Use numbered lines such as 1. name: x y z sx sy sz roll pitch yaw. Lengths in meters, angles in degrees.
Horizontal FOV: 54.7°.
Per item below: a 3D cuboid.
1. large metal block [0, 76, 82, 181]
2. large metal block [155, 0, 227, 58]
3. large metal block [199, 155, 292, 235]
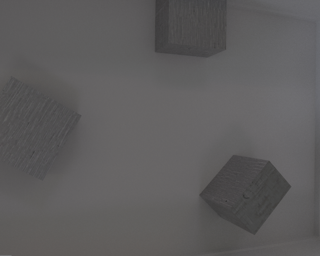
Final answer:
1. large metal block: -0.146 0.001 0.343 0.080 0.050 0.080 31 80 -18
2. large metal block: 0.040 -0.142 0.412 0.081 0.050 0.080 1 90 -20
3. large metal block: 0.113 0.086 0.423 0.080 0.080 0.050 -46 105 -14
